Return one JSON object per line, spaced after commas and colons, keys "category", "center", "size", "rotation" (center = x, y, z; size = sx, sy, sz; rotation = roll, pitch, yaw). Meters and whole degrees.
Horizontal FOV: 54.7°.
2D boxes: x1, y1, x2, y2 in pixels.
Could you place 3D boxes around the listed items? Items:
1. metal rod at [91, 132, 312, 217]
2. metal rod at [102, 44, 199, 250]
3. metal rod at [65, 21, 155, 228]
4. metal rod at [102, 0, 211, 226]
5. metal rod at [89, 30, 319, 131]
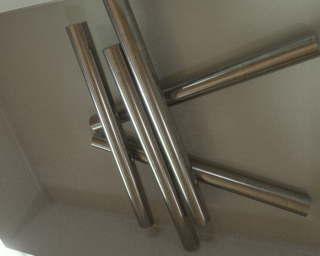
{"category": "metal rod", "center": [0.041, 0.056, 0.420], "size": [0.301, 0.025, 0.025], "rotation": [16, 125, 18]}
{"category": "metal rod", "center": [-0.004, 0.039, 0.399], "size": [0.025, 0.025, 0.298], "rotation": [-7, 115, 31]}
{"category": "metal rod", "center": [-0.058, 0.013, 0.411], "size": [0.025, 0.025, 0.298], "rotation": [-2, 118, 29]}
{"category": "metal rod", "center": [0.005, -0.006, 0.367], "size": [0.025, 0.025, 0.299], "rotation": [-9, 114, 31]}
{"category": "metal rod", "center": [0.026, -0.042, 0.367], "size": [0.300, 0.025, 0.025], "rotation": [-17, 110, 34]}
